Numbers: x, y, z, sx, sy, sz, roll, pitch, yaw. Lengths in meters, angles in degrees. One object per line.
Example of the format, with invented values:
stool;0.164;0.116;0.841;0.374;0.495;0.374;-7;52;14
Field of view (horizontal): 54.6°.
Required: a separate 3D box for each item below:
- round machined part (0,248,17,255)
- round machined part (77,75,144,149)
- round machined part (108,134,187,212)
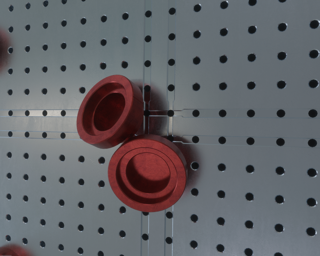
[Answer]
round machined part;-0.267;0.249;0.499;0.098;0.042;0.097;0;90;20
round machined part;-0.061;-0.018;0.412;0.098;0.042;0.098;-17;58;30
round machined part;-0.014;0.054;0.399;0.098;0.042;0.097;2;105;8
